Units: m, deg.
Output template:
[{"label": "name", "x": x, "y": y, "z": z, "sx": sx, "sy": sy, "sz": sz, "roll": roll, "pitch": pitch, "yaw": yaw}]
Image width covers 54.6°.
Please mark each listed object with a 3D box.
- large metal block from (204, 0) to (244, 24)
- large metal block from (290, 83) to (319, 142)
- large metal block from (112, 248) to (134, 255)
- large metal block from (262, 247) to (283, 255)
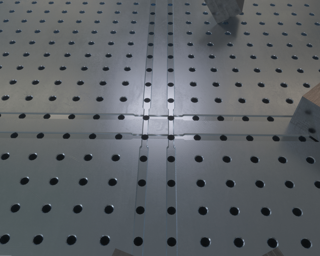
[{"label": "large metal block", "x": 0.118, "y": -0.259, "z": 0.581, "sx": 0.050, "sy": 0.080, "sz": 0.080, "roll": -14, "pitch": 41, "yaw": 35}, {"label": "large metal block", "x": 0.238, "y": -0.021, "z": 0.410, "sx": 0.080, "sy": 0.050, "sz": 0.080, "roll": -33, "pitch": 57, "yaw": -24}, {"label": "large metal block", "x": -0.026, "y": 0.154, "z": 0.242, "sx": 0.050, "sy": 0.080, "sz": 0.080, "roll": 17, "pitch": 52, "yaw": 14}, {"label": "large metal block", "x": 0.084, "y": 0.161, "z": 0.257, "sx": 0.081, "sy": 0.050, "sz": 0.080, "roll": -20, "pitch": 53, "yaw": -16}]
